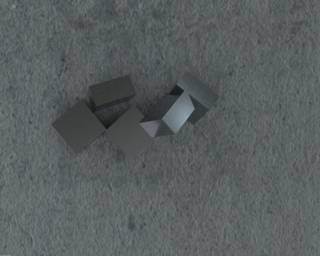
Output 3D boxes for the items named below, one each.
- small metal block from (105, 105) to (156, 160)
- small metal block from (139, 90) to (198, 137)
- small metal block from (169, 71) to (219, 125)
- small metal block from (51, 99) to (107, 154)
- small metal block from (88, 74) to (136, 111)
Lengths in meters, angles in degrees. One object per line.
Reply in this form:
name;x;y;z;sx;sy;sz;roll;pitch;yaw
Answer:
small metal block;-0.035;0.005;0.410;0.050;0.025;0.050;-42;91;0
small metal block;0.010;-0.017;0.378;0.025;0.050;0.050;49;61;-20
small metal block;0.039;-0.037;0.395;0.050;0.050;0.025;38;63;-1
small metal block;-0.104;-0.002;0.409;0.050;0.025;0.050;-39;91;0
small metal block;-0.062;-0.043;0.391;0.050;0.050;0.025;-20;90;-16
